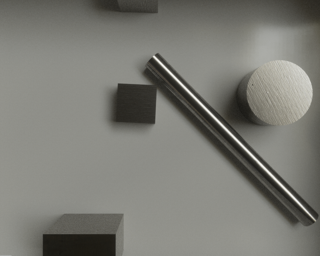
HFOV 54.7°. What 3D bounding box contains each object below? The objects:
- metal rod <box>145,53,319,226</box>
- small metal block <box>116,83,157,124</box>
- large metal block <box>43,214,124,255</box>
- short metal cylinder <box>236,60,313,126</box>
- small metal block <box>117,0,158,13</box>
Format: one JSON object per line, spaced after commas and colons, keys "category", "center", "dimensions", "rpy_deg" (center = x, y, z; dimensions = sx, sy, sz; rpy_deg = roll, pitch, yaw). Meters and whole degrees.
{"category": "metal rod", "center": [0.095, 0.016, 0.412], "dimensions": [0.025, 0.025, 0.300], "rpy_deg": [-45, 91, 0]}
{"category": "small metal block", "center": [-0.030, -0.032, 0.411], "dimensions": [0.050, 0.025, 0.050], "rpy_deg": [3, 90, -1]}
{"category": "large metal block", "center": [-0.090, 0.142, 0.383], "dimensions": [0.081, 0.080, 0.050], "rpy_deg": [0, 90, -1]}
{"category": "short metal cylinder", "center": [0.145, -0.043, 0.401], "dimensions": [0.081, 0.050, 0.079], "rpy_deg": [0, 90, -1]}
{"category": "small metal block", "center": [-0.028, -0.170, 0.398], "dimensions": [0.050, 0.050, 0.025], "rpy_deg": [1, 90, 0]}
